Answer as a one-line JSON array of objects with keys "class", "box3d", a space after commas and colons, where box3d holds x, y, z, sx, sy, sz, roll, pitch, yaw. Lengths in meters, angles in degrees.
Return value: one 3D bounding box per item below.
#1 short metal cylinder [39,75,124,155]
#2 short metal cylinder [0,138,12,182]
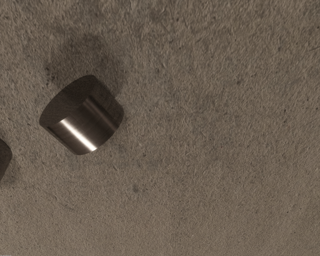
[{"class": "short metal cylinder", "box3d": [-0.089, -0.016, 0.357, 0.080, 0.080, 0.050, -25, 126, 19]}, {"class": "short metal cylinder", "box3d": [-0.256, 0.048, 0.428, 0.081, 0.050, 0.079, 0, 130, 0]}]
